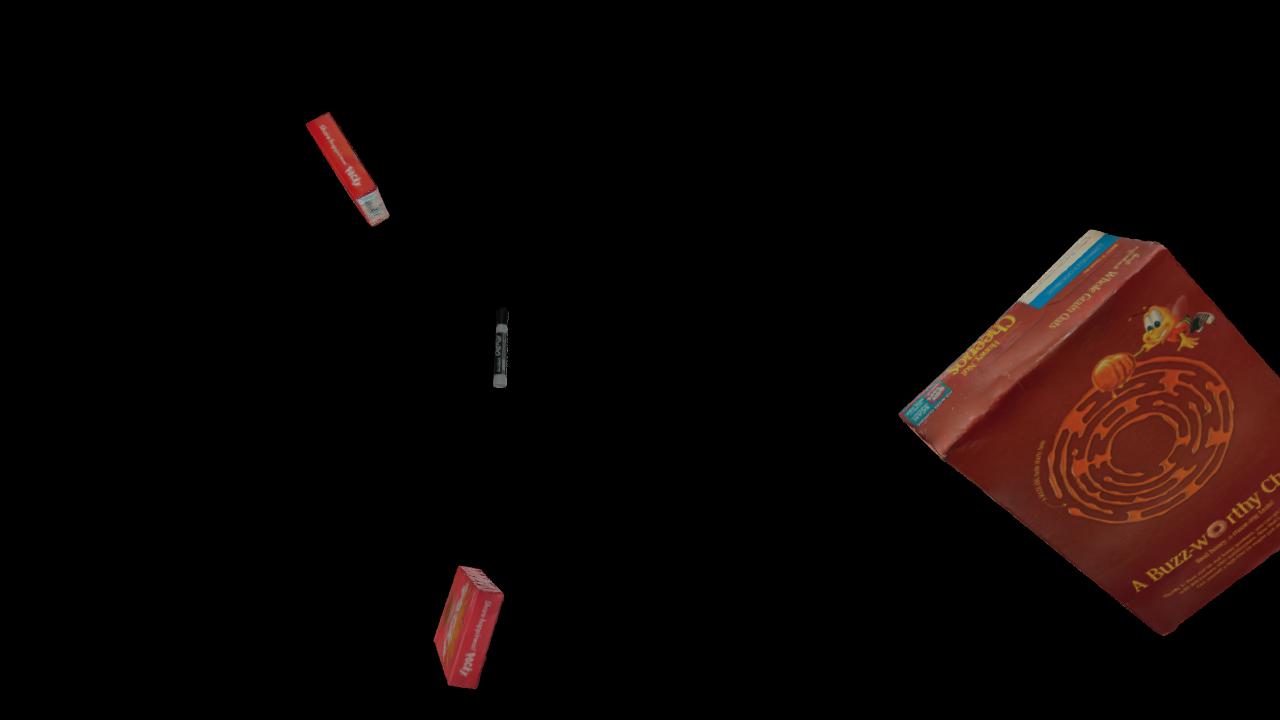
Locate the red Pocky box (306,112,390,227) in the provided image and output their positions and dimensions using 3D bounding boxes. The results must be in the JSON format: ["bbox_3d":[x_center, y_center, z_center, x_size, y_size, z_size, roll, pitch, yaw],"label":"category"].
[{"bbox_3d":[-0.307,-0.197,0.655,0.028,0.083,0.155,-32,10,-14],"label":"red Pocky box"}]

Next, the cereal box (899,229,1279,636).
[{"bbox_3d":[0.395,0.069,0.499,0.306,0.203,0.081,36,15,-15],"label":"cereal box"}]

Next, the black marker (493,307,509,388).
[{"bbox_3d":[-0.200,-0.020,0.886,0.020,0.121,0.020,-2,-20,-1],"label":"black marker"}]

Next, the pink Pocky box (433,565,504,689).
[{"bbox_3d":[-0.175,0.261,0.618,0.029,0.084,0.155,21,-16,-19],"label":"pink Pocky box"}]
